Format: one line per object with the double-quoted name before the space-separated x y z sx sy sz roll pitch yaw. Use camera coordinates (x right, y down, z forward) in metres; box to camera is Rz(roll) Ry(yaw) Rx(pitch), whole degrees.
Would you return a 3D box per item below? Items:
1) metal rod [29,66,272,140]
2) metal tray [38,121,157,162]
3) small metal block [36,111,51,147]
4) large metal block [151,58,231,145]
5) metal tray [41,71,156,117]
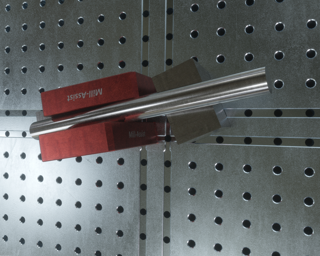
"metal rod" -0.034 -0.019 0.343 0.300 0.025 0.025 -10 87 28
"metal tray" -0.069 0.015 0.380 0.090 0.130 0.030 -10 87 19
"small metal block" -0.150 0.000 0.450 0.025 0.050 0.050 -9 87 19
"large metal block" 0.040 -0.028 0.367 0.050 0.080 0.080 -24 82 18
"metal tray" -0.072 -0.039 0.401 0.130 0.090 0.030 -9 88 19
